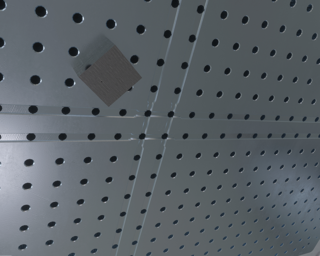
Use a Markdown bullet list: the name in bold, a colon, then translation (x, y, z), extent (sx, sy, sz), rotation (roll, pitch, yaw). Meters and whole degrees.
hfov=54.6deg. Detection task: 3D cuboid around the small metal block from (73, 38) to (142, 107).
- **small metal block**: translation (-0.057, -0.060, 0.342), extent (0.050, 0.025, 0.050), rotation (-41, 129, 0)
